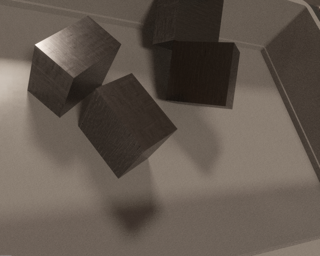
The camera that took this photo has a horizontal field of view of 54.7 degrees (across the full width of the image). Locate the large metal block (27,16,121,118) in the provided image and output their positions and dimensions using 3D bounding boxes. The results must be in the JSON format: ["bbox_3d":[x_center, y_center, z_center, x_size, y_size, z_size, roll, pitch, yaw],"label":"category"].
[{"bbox_3d":[-0.100,-0.070,0.360,0.050,0.080,0.080,41,51,-1],"label":"large metal block"}]

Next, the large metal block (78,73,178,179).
[{"bbox_3d":[-0.040,-0.001,0.351,0.050,0.080,0.080,-33,80,-38],"label":"large metal block"}]

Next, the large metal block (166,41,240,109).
[{"bbox_3d":[0.059,-0.071,0.421,0.050,0.080,0.079,4,94,-68],"label":"large metal block"}]

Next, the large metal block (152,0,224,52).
[{"bbox_3d":[0.041,-0.154,0.447,0.081,0.050,0.079,6,91,-36],"label":"large metal block"}]
